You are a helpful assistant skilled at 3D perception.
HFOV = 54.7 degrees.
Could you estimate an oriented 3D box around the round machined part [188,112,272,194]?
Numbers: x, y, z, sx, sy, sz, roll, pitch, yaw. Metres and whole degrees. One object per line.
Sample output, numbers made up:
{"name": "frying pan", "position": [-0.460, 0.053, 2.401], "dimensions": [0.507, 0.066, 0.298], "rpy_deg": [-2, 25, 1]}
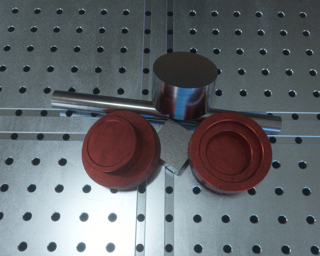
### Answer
{"name": "round machined part", "position": [0.083, 0.032, 0.385], "dimensions": [0.099, 0.042, 0.098], "rpy_deg": [1, 72, -3]}

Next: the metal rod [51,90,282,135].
{"name": "metal rod", "position": [0.007, -0.021, 0.416], "dimensions": [0.302, 0.025, 0.025], "rpy_deg": [7, 70, 2]}

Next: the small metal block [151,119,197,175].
{"name": "small metal block", "position": [0.017, 0.024, 0.399], "dimensions": [0.050, 0.025, 0.050], "rpy_deg": [35, 73, 11]}

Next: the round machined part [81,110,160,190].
{"name": "round machined part", "position": [-0.053, 0.023, 0.376], "dimensions": [0.098, 0.042, 0.098], "rpy_deg": [-6, 70, 17]}

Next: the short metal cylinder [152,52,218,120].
{"name": "short metal cylinder", "position": [0.030, -0.056, 0.399], "dimensions": [0.081, 0.050, 0.080], "rpy_deg": [3, 44, -2]}
